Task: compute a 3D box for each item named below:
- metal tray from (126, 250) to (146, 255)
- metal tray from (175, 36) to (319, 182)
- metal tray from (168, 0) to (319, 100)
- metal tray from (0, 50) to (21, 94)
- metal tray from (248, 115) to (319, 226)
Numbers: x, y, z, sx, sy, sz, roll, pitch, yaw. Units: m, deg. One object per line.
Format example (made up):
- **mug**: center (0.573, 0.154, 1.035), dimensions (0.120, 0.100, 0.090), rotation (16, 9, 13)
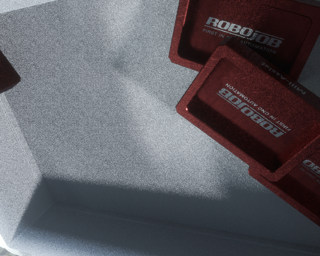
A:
- **metal tray**: center (-0.007, 0.295, 0.595), dimensions (0.130, 0.030, 0.089), rotation (12, 124, 21)
- **metal tray**: center (0.092, -0.016, 0.307), dimensions (0.130, 0.030, 0.089), rotation (37, 129, 3)
- **metal tray**: center (0.080, -0.091, 0.306), dimensions (0.130, 0.030, 0.089), rotation (22, 127, 14)
- **metal tray**: center (-0.280, -0.078, 0.441), dimensions (0.030, 0.131, 0.090), rotation (-23, 106, 36)
- **metal tray**: center (0.179, 0.055, 0.345), dimensions (0.130, 0.030, 0.089), rotation (37, 129, 3)
